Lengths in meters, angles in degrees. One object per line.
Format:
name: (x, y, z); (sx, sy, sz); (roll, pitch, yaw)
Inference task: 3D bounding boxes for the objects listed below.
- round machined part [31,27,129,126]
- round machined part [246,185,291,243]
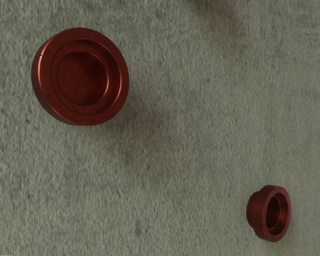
round machined part: (-0.085, -0.051, 0.324); (0.099, 0.042, 0.097); (0, 90, -40)
round machined part: (0.193, 0.152, 0.560); (0.099, 0.042, 0.097); (0, 90, -40)
